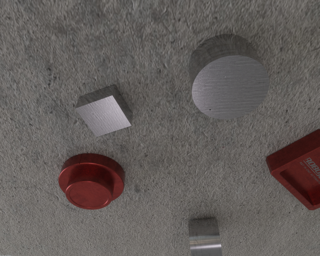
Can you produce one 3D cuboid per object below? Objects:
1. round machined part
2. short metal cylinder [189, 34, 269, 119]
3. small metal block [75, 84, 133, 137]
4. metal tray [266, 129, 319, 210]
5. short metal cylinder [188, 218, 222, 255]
[{"bbox_3d":[-0.104,0.087,0.469,0.099,0.042,0.097,0,130,0],"label":"round machined part"},{"bbox_3d":[0.074,-0.056,0.344,0.081,0.050,0.079,0,130,0],"label":"short metal cylinder"},{"bbox_3d":[-0.069,-0.021,0.389,0.050,0.025,0.050,-18,128,14],"label":"small metal block"},{"bbox_3d":[0.233,0.067,0.463,0.090,0.030,0.130,-35,122,26],"label":"metal tray"},{"bbox_3d":[0.080,0.202,0.544,0.050,0.080,0.080,-7,130,6],"label":"short metal cylinder"}]
